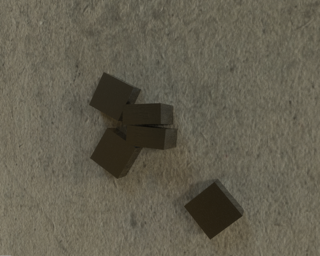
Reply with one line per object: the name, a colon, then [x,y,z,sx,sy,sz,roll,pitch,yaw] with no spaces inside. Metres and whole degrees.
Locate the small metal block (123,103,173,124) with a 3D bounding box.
small metal block: [-0.014,-0.017,0.400,0.050,0.050,0.025,-1,90,19]

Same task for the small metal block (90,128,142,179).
small metal block: [-0.060,0.034,0.429,0.050,0.025,0.050,34,101,16]

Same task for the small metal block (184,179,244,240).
small metal block: [0.067,0.100,0.385,0.050,0.025,0.050,-42,77,15]

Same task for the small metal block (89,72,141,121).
small metal block: [-0.062,-0.043,0.430,0.050,0.025,0.050,29,99,17]

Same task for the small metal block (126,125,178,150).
small metal block: [-0.009,0.011,0.398,0.050,0.050,0.025,6,92,19]
